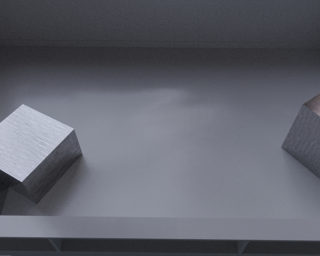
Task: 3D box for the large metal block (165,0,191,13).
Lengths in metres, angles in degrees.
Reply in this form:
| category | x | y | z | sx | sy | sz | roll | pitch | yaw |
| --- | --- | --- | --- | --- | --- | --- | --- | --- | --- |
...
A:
| category | x | y | z | sx | sy | sz | roll | pitch | yaw |
| --- | --- | --- | --- | --- | --- | --- | --- | --- | --- |
| large metal block | 0.053 | -0.286 | 0.632 | 0.081 | 0.050 | 0.080 | -20 | 53 | -16 |

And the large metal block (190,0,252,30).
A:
| category | x | y | z | sx | sy | sz | roll | pitch | yaw |
| --- | --- | --- | --- | --- | --- | --- | --- | --- | --- |
| large metal block | 0.115 | -0.241 | 0.594 | 0.081 | 0.050 | 0.080 | -23 | 54 | -18 |

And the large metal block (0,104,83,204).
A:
| category | x | y | z | sx | sy | sz | roll | pitch | yaw |
| --- | --- | --- | --- | --- | --- | --- | --- | --- | --- |
| large metal block | -0.153 | 0.028 | 0.364 | 0.080 | 0.050 | 0.080 | 24 | 54 | 18 |

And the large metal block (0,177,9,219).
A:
| category | x | y | z | sx | sy | sz | roll | pitch | yaw |
| --- | --- | --- | --- | --- | --- | --- | --- | --- | --- |
| large metal block | -0.199 | 0.076 | 0.304 | 0.050 | 0.080 | 0.080 | -3 | 50 | -2 |

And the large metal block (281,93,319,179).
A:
| category | x | y | z | sx | sy | sz | roll | pitch | yaw |
| --- | --- | --- | --- | --- | --- | --- | --- | --- | --- |
| large metal block | 0.201 | 0.013 | 0.359 | 0.050 | 0.080 | 0.080 | -29 | 56 | -22 |
